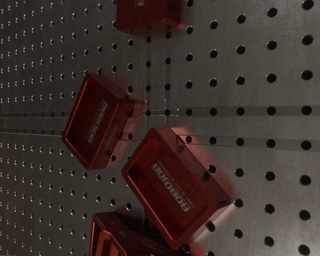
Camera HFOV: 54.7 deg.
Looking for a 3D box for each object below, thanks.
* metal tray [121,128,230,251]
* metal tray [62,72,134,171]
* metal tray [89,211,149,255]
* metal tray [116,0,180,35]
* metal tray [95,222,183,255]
[{"bbox_3d":[0.013,0.073,0.393,0.130,0.030,0.090,50,119,28],"label":"metal tray"},{"bbox_3d":[-0.102,-0.010,0.487,0.090,0.030,0.129,40,114,32],"label":"metal tray"},{"bbox_3d":[-0.063,0.182,0.426,0.130,0.030,0.089,16,101,59],"label":"metal tray"},{"bbox_3d":[-0.015,-0.198,0.417,0.090,0.030,0.129,6,94,39],"label":"metal tray"},{"bbox_3d":[-0.026,0.193,0.406,0.130,0.030,0.089,18,101,24],"label":"metal tray"}]
